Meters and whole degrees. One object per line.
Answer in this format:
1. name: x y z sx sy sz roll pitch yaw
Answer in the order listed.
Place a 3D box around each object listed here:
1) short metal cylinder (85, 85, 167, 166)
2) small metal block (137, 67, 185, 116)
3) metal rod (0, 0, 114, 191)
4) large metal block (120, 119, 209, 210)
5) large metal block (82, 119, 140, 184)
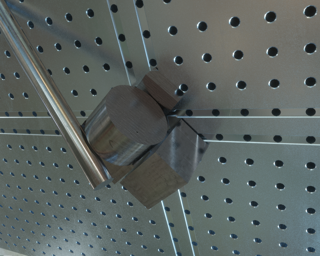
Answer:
1. short metal cylinder: -0.039 -0.003 0.360 0.080 0.080 0.050 45 129 -4
2. small metal block: -0.005 -0.038 0.390 0.050 0.025 0.050 41 129 -1
3. metal rod: -0.145 -0.056 0.383 0.299 0.025 0.025 55 131 16
4. large metal block: 0.007 0.046 0.397 0.050 0.080 0.080 44 129 -3
5. large metal block: -0.056 0.013 0.413 0.080 0.080 0.050 44 129 -3
